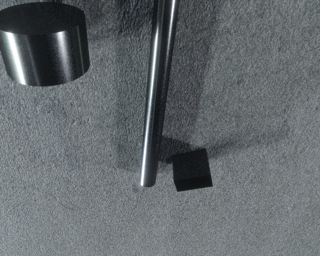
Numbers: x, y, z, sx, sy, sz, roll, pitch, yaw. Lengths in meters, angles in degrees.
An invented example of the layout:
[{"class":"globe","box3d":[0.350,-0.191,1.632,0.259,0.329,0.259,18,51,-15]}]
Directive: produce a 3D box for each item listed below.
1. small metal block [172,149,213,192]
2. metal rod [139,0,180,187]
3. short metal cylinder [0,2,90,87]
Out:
[{"class":"small metal block","box3d":[0.046,0.060,0.443,0.050,0.050,0.025,-11,129,8]},{"class":"metal rod","box3d":[-0.005,-0.031,0.380,0.025,0.025,0.298,4,130,-4]},{"class":"short metal cylinder","box3d":[-0.111,-0.083,0.299,0.081,0.080,0.050,2,130,-3]}]
